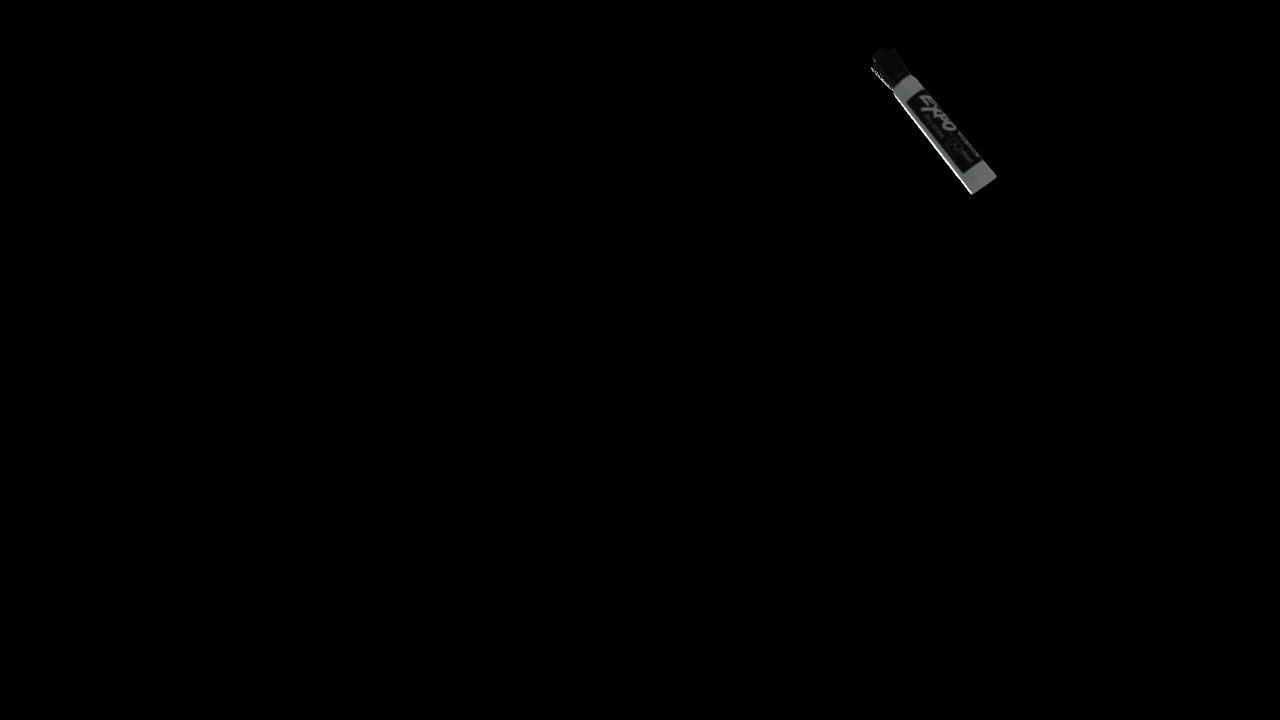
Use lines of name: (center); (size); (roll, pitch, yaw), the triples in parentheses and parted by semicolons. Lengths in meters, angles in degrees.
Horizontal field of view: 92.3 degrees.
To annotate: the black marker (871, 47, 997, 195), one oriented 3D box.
black marker: (0.202, -0.169, 0.429); (0.020, 0.121, 0.020); (-35, -5, -4)
